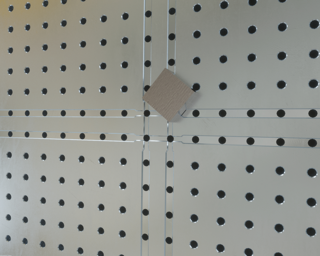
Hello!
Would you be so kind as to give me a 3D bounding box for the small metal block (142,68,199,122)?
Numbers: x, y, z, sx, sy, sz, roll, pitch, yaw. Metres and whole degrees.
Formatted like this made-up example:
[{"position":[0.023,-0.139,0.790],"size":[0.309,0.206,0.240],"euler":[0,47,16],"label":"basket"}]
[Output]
[{"position":[0.014,-0.042,0.408],"size":[0.050,0.025,0.050],"euler":[42,103,15],"label":"small metal block"}]
